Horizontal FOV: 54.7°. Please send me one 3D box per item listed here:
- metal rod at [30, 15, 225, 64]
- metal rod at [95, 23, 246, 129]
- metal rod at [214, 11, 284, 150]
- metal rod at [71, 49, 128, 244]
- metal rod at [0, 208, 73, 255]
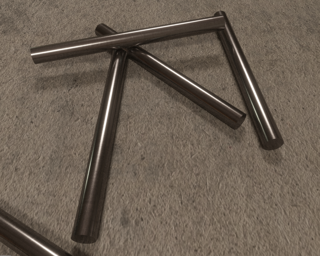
[{"bbox_3d":[-0.045,-0.140,0.486,0.302,0.025,0.025,-12,51,-8],"label":"metal rod"},{"bbox_3d":[0.001,-0.091,0.479,0.025,0.025,0.300,-37,60,-27],"label":"metal rod"},{"bbox_3d":[0.127,-0.094,0.483,0.025,0.025,0.300,-4,50,-4],"label":"metal rod"},{"bbox_3d":[-0.070,-0.004,0.405,0.025,0.025,0.300,2,50,1],"label":"metal rod"},{"bbox_3d":[-0.172,0.095,0.320,0.301,0.025,0.025,24,54,18],"label":"metal rod"}]
